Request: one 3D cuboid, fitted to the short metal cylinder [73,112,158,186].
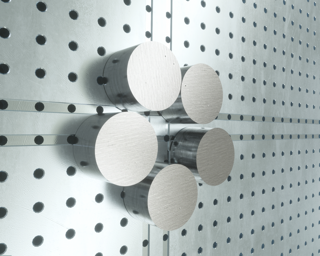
[{"bbox_3d":[-0.049,0.022,0.351,0.081,0.050,0.079,-1,91,-40],"label":"short metal cylinder"}]

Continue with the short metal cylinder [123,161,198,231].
[{"bbox_3d":[0.002,0.083,0.392,0.081,0.050,0.080,0,90,-39],"label":"short metal cylinder"}]

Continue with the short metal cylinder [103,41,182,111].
[{"bbox_3d":[-0.020,-0.060,0.375,0.081,0.050,0.079,0,91,-40],"label":"short metal cylinder"}]

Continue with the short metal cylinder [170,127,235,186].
[{"bbox_3d":[0.061,0.039,0.443,0.081,0.050,0.079,-2,93,-40],"label":"short metal cylinder"}]

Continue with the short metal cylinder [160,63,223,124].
[{"bbox_3d":[0.041,-0.045,0.425,0.081,0.050,0.079,0,91,-40],"label":"short metal cylinder"}]
